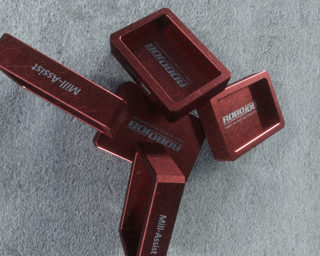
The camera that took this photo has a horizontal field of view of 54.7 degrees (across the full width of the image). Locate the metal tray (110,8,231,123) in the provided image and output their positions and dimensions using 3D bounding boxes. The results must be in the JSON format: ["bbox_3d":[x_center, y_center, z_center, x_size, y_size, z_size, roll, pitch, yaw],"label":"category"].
[{"bbox_3d":[0.011,-0.081,0.381,0.090,0.030,0.130,-33,72,-18],"label":"metal tray"}]

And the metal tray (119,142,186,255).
[{"bbox_3d":[-0.014,0.091,0.351,0.030,0.090,0.129,6,109,-20],"label":"metal tray"}]

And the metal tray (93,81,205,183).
[{"bbox_3d":[-0.009,0.008,0.405,0.131,0.030,0.090,27,81,-19],"label":"metal tray"}]

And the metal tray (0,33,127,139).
[{"bbox_3d":[-0.098,-0.037,0.323,0.130,0.090,0.030,30,80,-1],"label":"metal tray"}]

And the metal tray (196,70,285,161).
[{"bbox_3d":[0.116,-0.020,0.435,0.131,0.030,0.090,-26,99,-33],"label":"metal tray"}]
